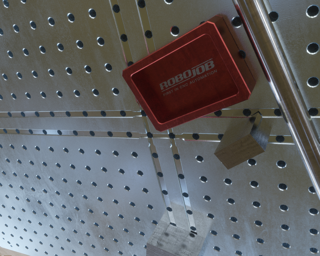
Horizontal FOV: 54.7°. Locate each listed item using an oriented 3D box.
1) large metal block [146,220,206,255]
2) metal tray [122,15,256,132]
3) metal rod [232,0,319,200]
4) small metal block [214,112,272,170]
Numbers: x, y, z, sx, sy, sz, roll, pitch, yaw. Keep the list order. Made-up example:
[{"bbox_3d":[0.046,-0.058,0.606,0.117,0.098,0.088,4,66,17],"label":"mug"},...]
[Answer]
[{"bbox_3d":[0.024,0.212,0.513,0.080,0.050,0.079,16,125,18],"label":"large metal block"},{"bbox_3d":[0.030,-0.056,0.357,0.130,0.030,0.090,-21,107,36],"label":"metal tray"},{"bbox_3d":[0.124,-0.047,0.316,0.025,0.025,0.299,-18,109,35],"label":"metal rod"},{"bbox_3d":[0.095,0.015,0.354,0.025,0.050,0.050,49,129,-6],"label":"small metal block"}]
